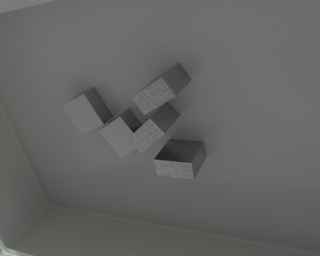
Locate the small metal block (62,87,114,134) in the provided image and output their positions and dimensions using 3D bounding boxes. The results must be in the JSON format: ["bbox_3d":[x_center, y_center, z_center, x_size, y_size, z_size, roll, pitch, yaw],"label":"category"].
[{"bbox_3d":[-0.104,-0.024,0.447,0.050,0.025,0.050,-21,108,35],"label":"small metal block"}]

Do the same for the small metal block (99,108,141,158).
[{"bbox_3d":[-0.050,0.008,0.438,0.050,0.025,0.050,-31,102,37],"label":"small metal block"}]

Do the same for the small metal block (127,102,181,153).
[{"bbox_3d":[-0.007,-0.002,0.394,0.025,0.050,0.050,46,129,-4],"label":"small metal block"}]

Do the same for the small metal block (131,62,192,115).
[{"bbox_3d":[0.002,-0.046,0.362,0.050,0.050,0.025,-28,103,37],"label":"small metal block"}]

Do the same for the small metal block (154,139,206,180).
[{"bbox_3d":[0.027,0.039,0.401,0.050,0.050,0.025,3,120,26],"label":"small metal block"}]
